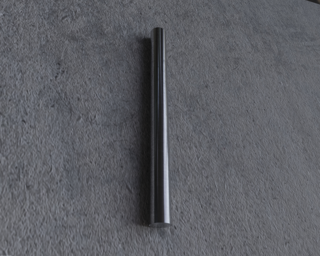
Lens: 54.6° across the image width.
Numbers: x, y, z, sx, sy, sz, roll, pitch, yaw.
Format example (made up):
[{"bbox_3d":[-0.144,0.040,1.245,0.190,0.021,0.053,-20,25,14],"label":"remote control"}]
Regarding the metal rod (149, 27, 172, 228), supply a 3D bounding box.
[{"bbox_3d":[-0.001,-0.022,0.415,0.025,0.025,0.300,13,56,-21],"label":"metal rod"}]
